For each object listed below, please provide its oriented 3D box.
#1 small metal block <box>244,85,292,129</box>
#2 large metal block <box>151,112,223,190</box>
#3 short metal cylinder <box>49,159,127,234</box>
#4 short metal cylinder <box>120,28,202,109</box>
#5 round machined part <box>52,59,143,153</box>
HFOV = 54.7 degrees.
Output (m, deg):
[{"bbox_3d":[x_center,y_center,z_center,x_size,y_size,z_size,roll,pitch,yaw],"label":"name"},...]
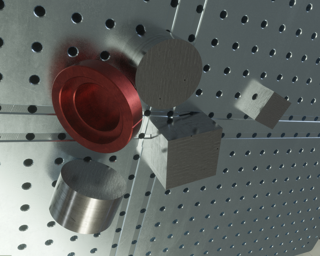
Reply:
[{"bbox_3d":[0.169,-0.031,0.484,0.050,0.025,0.050,21,107,-36],"label":"small metal block"},{"bbox_3d":[0.035,0.030,0.433,0.081,0.050,0.079,-12,124,-22],"label":"large metal block"},{"bbox_3d":[-0.088,0.081,0.378,0.081,0.080,0.050,11,113,-33],"label":"short metal cylinder"},{"bbox_3d":[0.001,-0.068,0.353,0.081,0.050,0.079,-14,124,-21],"label":"short metal cylinder"},{"bbox_3d":[-0.061,-0.025,0.328,0.042,0.098,0.097,-48,146,-51],"label":"round machined part"}]
